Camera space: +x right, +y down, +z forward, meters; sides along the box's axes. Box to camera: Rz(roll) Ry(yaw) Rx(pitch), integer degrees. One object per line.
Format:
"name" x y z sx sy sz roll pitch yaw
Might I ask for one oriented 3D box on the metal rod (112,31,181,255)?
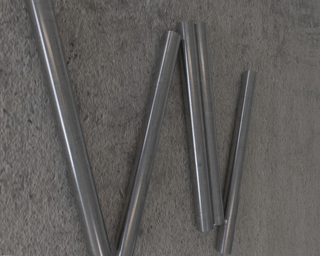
"metal rod" -0.015 0.019 0.391 0.025 0.025 0.299 20 77 -38

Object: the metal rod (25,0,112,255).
"metal rod" -0.095 0.000 0.324 0.025 0.025 0.298 -19 102 -39

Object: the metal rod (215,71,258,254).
"metal rod" 0.128 0.050 0.511 0.025 0.025 0.299 18 79 -39

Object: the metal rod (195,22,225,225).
"metal rod" 0.071 -0.003 0.463 0.025 0.025 0.298 -11 97 -40

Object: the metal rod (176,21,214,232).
"metal rod" 0.051 0.001 0.447 0.025 0.025 0.298 -11 97 -40
